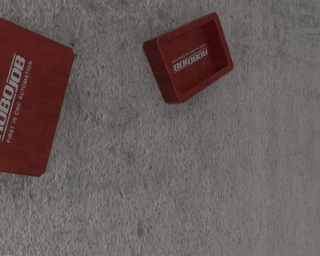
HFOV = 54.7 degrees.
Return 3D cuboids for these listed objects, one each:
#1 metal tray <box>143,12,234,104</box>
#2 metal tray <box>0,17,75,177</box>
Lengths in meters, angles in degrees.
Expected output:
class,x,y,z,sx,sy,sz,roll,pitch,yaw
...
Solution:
class,x,y,z,sx,sy,sz,roll,pitch,yaw
metal tray,0.046,-0.101,0.438,0.131,0.030,0.090,-35,112,-34
metal tray,-0.140,-0.027,0.284,0.091,0.030,0.129,18,79,-39
